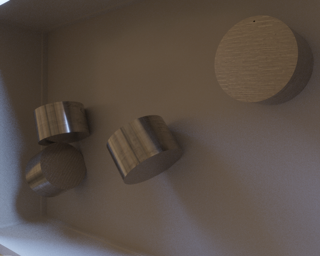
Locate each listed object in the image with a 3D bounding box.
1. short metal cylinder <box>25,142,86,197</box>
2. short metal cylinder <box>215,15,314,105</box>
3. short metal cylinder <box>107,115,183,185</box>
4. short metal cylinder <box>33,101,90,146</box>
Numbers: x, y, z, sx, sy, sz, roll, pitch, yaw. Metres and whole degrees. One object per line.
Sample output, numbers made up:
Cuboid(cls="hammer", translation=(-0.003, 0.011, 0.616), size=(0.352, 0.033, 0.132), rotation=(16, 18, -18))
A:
Cuboid(cls="short metal cylinder", translation=(-0.172, 0.069, 0.513), size=(0.050, 0.081, 0.080), rotation=(-29, 72, 36))
Cuboid(cls="short metal cylinder", translation=(0.102, -0.064, 0.306), size=(0.080, 0.050, 0.080), rotation=(0, 90, 40))
Cuboid(cls="short metal cylinder", translation=(-0.019, 0.028, 0.387), size=(0.080, 0.081, 0.050), rotation=(-45, 63, 31))
Cuboid(cls="short metal cylinder", translation=(-0.159, -0.006, 0.503), size=(0.080, 0.081, 0.050), rotation=(-23, 76, 38))
